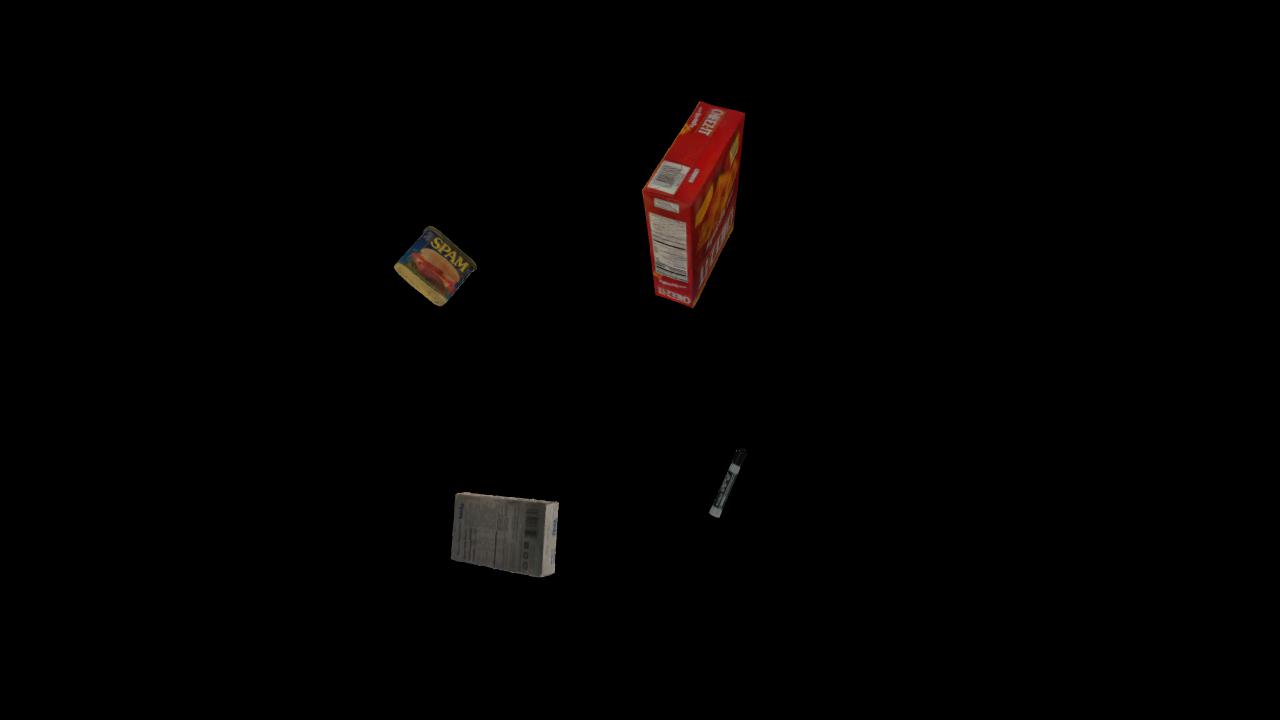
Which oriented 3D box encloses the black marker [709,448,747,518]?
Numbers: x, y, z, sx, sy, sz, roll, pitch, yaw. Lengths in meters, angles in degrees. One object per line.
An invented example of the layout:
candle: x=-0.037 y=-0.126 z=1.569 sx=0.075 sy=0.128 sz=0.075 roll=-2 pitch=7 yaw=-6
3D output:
black marker: x=0.146 y=0.201 z=1.013 sx=0.020 sy=0.121 sz=0.020 roll=23 pitch=3 yaw=-1

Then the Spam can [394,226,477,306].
Spam can: x=-0.334 y=-0.151 z=1.003 sx=0.101 sy=0.085 sz=0.058 roll=43 pitch=-28 yaw=-22

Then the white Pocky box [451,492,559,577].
white Pocky box: x=-0.165 y=0.207 z=0.740 sx=0.154 sy=0.084 sz=0.028 roll=-3 pitch=-10 yaw=33

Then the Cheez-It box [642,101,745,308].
Cheez-It box: x=0.074 y=-0.199 z=0.825 sx=0.071 sy=0.166 sz=0.223 roll=22 pitch=-24 yaw=15
